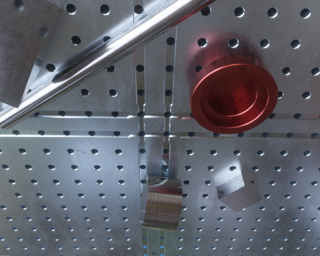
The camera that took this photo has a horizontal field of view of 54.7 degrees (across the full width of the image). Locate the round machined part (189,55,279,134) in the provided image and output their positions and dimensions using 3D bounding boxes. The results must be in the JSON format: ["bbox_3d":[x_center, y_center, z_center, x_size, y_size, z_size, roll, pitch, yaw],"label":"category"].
[{"bbox_3d":[0.084,-0.043,0.366,0.099,0.042,0.097,-1,130,0],"label":"round machined part"}]

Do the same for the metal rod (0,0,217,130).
[{"bbox_3d":[-0.076,-0.072,0.349,0.300,0.025,0.025,-27,126,20],"label":"metal rod"}]

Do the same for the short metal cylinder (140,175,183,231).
[{"bbox_3d":[0.000,0.114,0.473,0.050,0.080,0.079,9,130,-8],"label":"short metal cylinder"}]

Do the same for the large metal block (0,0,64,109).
[{"bbox_3d":[-0.142,-0.081,0.305,0.050,0.080,0.080,24,126,-19],"label":"large metal block"}]

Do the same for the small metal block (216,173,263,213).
[{"bbox_3d":[0.129,0.107,0.505,0.050,0.025,0.050,-37,122,27],"label":"small metal block"}]
